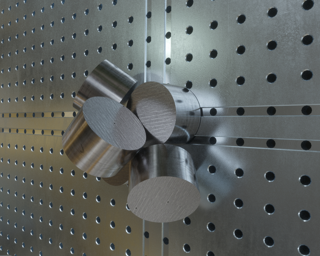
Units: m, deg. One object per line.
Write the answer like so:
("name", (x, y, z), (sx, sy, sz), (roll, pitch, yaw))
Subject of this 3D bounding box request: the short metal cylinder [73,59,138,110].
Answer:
("short metal cylinder", (-0.073, -0.046, 0.422), (0.050, 0.080, 0.080), (35, 116, -3))

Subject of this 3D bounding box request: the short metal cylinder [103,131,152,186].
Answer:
("short metal cylinder", (-0.045, 0.036, 0.427), (0.080, 0.050, 0.079), (0, 90, 39))

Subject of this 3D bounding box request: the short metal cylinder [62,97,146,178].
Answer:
("short metal cylinder", (-0.064, 0.010, 0.357), (0.050, 0.081, 0.080), (-49, 62, 29))

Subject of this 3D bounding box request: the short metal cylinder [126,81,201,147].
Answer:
("short metal cylinder", (0.003, -0.016, 0.388), (0.080, 0.050, 0.079), (0, 90, 39))

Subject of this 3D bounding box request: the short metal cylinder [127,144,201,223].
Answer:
("short metal cylinder", (0.004, 0.065, 0.359), (0.080, 0.080, 0.050), (-48, 26, 29))
